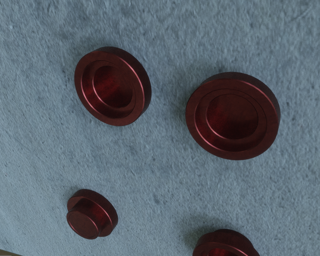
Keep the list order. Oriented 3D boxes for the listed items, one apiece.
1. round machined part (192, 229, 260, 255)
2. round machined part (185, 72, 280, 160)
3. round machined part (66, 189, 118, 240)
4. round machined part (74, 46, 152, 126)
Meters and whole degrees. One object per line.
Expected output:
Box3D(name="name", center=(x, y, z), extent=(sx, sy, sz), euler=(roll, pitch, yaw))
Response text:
Box3D(name="round machined part", center=(0.101, 0.190, 0.459), extent=(0.098, 0.042, 0.097), euler=(13, 124, 20))
Box3D(name="round machined part", center=(0.081, -0.016, 0.342), extent=(0.098, 0.042, 0.097), euler=(13, 124, 20))
Box3D(name="round machined part", center=(-0.129, 0.163, 0.562), extent=(0.098, 0.042, 0.097), euler=(13, 124, 20))
Box3D(name="round machined part", center=(-0.054, -0.054, 0.389), extent=(0.098, 0.042, 0.097), euler=(13, 124, 20))
